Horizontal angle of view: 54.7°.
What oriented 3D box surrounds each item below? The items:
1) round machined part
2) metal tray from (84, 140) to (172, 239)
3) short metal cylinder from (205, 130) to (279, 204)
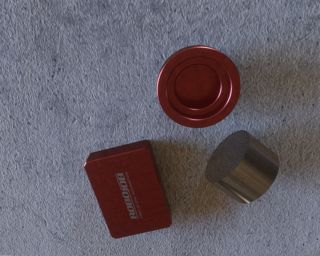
[{"bbox_3d":[0.045,-0.052,0.382,0.099,0.042,0.097,0,110,-1],"label":"round machined part"},{"bbox_3d":[-0.042,0.089,0.439,0.090,0.030,0.129,-14,110,4],"label":"metal tray"},{"bbox_3d":[0.104,0.049,0.400,0.050,0.080,0.080,36,106,-13],"label":"short metal cylinder"}]
